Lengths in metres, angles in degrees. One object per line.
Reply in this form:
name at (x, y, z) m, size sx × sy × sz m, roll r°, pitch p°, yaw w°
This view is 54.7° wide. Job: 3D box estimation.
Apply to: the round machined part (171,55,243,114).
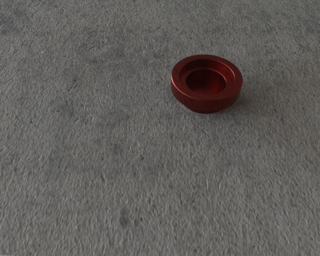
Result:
round machined part at (0.065, -0.059, 0.442) m, size 0.099 × 0.042 × 0.098 m, roll 0°, pitch 50°, yaw 0°
